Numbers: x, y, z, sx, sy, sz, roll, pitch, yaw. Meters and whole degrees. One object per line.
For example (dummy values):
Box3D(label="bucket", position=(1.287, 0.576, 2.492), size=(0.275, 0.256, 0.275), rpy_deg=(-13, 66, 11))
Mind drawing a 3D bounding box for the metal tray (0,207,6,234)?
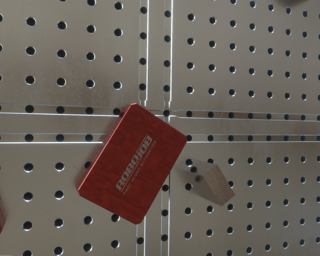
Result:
Box3D(label="metal tray", position=(-0.232, 0.066, 0.324), size=(0.091, 0.030, 0.129), rpy_deg=(-19, 97, -19))

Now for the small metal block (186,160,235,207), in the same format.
Box3D(label="small metal block", position=(0.069, 0.075, 0.426), size=(0.025, 0.050, 0.050), rpy_deg=(-35, 102, -17))

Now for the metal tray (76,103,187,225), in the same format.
Box3D(label="metal tray", position=(-0.035, 0.045, 0.398), size=(0.090, 0.030, 0.130), rpy_deg=(34, 79, -17))
